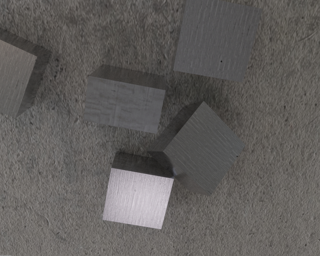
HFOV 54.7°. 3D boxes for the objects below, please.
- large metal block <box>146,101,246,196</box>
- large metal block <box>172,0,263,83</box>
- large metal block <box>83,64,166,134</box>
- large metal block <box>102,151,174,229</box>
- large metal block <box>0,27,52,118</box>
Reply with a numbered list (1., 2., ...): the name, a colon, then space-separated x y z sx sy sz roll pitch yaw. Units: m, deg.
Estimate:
1. large metal block: 0.045 0.025 0.387 0.080 0.050 0.080 45 71 -15
2. large metal block: 0.061 -0.103 0.359 0.081 0.050 0.079 9 110 -4
3. large metal block: -0.038 -0.037 0.366 0.081 0.080 0.050 10 110 -4
4. large metal block: -0.030 0.085 0.427 0.081 0.050 0.079 11 110 -4
5. large metal block: -0.188 -0.070 0.369 0.080 0.050 0.080 25 108 -9
